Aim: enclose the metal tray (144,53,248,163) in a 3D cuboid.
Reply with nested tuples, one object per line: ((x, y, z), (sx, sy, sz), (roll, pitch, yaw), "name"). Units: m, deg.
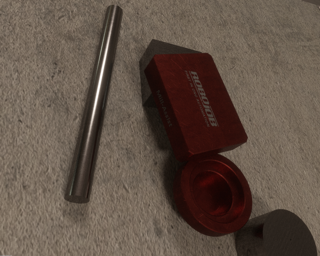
((0.044, -0.030, 0.383), (0.091, 0.030, 0.130), (-10, 71, -30), "metal tray")

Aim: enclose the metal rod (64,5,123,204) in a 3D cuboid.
((-0.077, -0.053, 0.395), (0.025, 0.025, 0.300), (16, 55, -19), "metal rod")

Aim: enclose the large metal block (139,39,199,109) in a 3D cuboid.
((0.019, -0.072, 0.443), (0.081, 0.050, 0.080), (8, 58, -24), "large metal block")

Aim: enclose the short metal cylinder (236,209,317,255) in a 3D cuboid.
((0.141, 0.145, 0.377), (0.081, 0.050, 0.080), (14, 56, -21), "short metal cylinder")

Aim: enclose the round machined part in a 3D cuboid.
((0.059, 0.082, 0.377), (0.099, 0.042, 0.098), (14, 56, -21), "round machined part")
